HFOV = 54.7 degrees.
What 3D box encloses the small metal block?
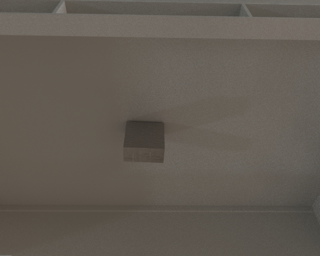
[{"bbox_3d":[-0.020,0.018,0.403,0.050,0.050,0.025,2,130,-3],"label":"small metal block"}]
